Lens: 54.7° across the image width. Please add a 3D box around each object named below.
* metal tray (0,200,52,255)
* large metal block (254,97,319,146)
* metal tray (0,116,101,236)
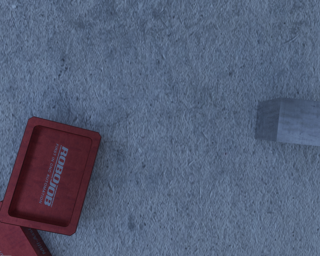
[{"bbox_3d":[-0.202,0.168,0.405,0.090,0.030,0.130,-31,90,-1],"label":"metal tray"},{"bbox_3d":[0.172,-0.006,0.385,0.081,0.080,0.050,6,90,-1],"label":"large metal block"},{"bbox_3d":[-0.134,0.059,0.389,0.091,0.030,0.129,15,81,-9],"label":"metal tray"}]
